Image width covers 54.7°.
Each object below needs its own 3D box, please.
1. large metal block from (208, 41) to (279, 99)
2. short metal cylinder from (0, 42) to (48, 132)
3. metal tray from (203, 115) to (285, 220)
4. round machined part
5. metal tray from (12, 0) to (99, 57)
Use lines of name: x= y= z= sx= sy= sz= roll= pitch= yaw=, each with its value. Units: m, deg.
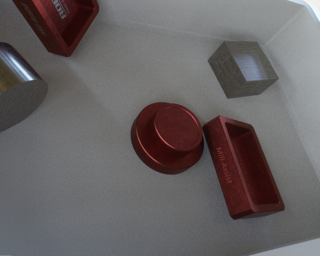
large metal block: x=0.142 y=-0.100 z=0.530 sx=0.081 sy=0.050 sz=0.080 roll=-10 pitch=67 yaw=-33
short metal cylinder: x=-0.161 y=-0.038 z=0.307 sx=0.050 sy=0.080 sz=0.080 roll=48 pitch=51 yaw=4
metal tray: x=0.112 y=0.052 z=0.415 sx=0.091 sy=0.030 sz=0.130 roll=12 pitch=55 yaw=-44
round machined part: x=0.015 y=0.007 z=0.400 sx=0.099 sy=0.042 sz=0.098 roll=14 pitch=56 yaw=-21
metal tray: x=-0.121 y=-0.157 z=0.357 sx=0.030 sy=0.130 sz=0.090 roll=18 pitch=69 yaw=16
